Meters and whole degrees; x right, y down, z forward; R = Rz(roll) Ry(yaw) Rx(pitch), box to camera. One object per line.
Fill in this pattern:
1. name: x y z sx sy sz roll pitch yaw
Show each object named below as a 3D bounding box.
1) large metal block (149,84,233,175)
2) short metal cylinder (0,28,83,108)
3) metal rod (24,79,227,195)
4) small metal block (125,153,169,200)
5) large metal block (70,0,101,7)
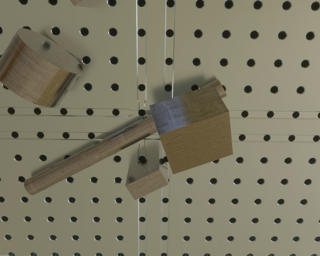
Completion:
1. large metal block: 0.040 0.003 0.381 0.080 0.050 0.080 -19 137 0
2. short metal cylinder: -0.138 -0.069 0.357 0.080 0.080 0.050 36 106 -13
3. metal rod: -0.052 0.016 0.418 0.301 0.025 0.025 -27 108 9
4. small metal block: -0.017 0.065 0.424 0.050 0.050 0.025 -27 108 9
5. large metal block: -0.062 -0.171 0.320 0.080 0.080 0.050 -31 108 10
